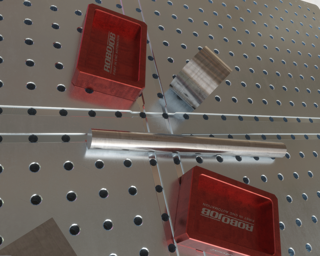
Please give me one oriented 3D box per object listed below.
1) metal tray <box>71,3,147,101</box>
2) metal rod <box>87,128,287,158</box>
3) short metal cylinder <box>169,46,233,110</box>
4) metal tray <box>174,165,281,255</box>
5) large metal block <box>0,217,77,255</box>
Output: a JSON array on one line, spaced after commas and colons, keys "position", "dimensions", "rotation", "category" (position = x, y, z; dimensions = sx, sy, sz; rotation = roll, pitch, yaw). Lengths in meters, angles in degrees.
[{"position": [-0.066, -0.108, 0.434], "dimensions": [0.091, 0.030, 0.130], "rotation": [14, 56, -21], "category": "metal tray"}, {"position": [0.054, 0.024, 0.422], "dimensions": [0.302, 0.025, 0.025], "rotation": [5, 60, -26], "category": "metal rod"}, {"position": [0.059, -0.071, 0.448], "dimensions": [0.050, 0.080, 0.080], "rotation": [44, 51, 1], "category": "short metal cylinder"}, {"position": [0.086, 0.110, 0.383], "dimensions": [0.131, 0.030, 0.090], "rotation": [22, 54, -15], "category": "metal tray"}, {"position": [-0.112, 0.122, 0.238], "dimensions": [0.081, 0.080, 0.050], "rotation": [-30, 78, -38], "category": "large metal block"}]
